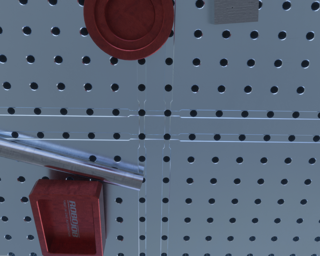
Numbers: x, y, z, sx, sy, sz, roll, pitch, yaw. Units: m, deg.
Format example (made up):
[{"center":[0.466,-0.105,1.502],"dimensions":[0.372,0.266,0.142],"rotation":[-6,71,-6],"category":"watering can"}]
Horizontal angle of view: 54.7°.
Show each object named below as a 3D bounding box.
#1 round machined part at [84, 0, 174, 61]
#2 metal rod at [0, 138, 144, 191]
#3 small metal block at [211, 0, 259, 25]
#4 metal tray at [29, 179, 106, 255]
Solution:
[{"center":[-0.034,-0.130,0.356],"dimensions":[0.099,0.042,0.097],"rotation":[0,110,-1],"category":"round machined part"},{"center":[-0.171,0.038,0.425],"dimensions":[0.302,0.025,0.025],"rotation":[15,109,-6],"category":"metal rod"},{"center":[0.086,-0.149,0.360],"dimensions":[0.050,0.025,0.050],"rotation":[-4,110,1],"category":"small metal block"},{"center":[-0.128,0.133,0.444],"dimensions":[0.091,0.030,0.129],"rotation":[2,121,-2],"category":"metal tray"}]
